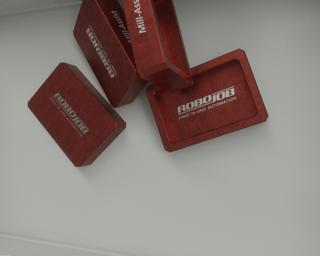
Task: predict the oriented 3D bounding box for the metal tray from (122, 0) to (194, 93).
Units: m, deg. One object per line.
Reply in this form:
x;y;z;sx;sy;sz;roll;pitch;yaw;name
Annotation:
-0.004;-0.112;0.348;0.030;0.090;0.129;-17;79;22;metal tray

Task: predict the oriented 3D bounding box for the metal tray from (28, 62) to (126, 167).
-0.123;-0.020;0.451;0.090;0.030;0.130;-46;76;14;metal tray

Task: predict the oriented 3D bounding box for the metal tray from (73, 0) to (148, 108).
-0.064;-0.102;0.404;0.130;0.030;0.090;61;145;10;metal tray

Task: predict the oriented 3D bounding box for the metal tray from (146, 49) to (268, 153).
0.057;-0.031;0.387;0.130;0.030;0.090;-20;84;18;metal tray
